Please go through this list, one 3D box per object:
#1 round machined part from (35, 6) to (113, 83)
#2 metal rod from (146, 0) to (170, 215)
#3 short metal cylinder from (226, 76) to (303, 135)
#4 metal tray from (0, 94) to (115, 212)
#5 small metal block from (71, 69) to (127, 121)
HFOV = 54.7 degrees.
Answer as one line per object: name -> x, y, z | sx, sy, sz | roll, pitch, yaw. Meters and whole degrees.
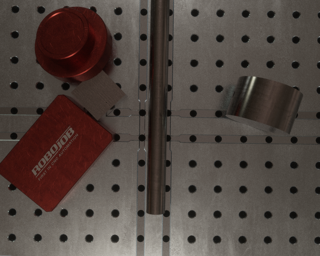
round machined part -> -0.114, -0.110, 0.391 | 0.098, 0.042, 0.098 | -2, 78, 10
metal rod -> -0.002, -0.037, 0.413 | 0.025, 0.025, 0.298 | 1, 90, -1
short metal cylinder -> 0.129, -0.027, 0.388 | 0.080, 0.080, 0.050 | 19, 90, -1
metal tray -> -0.134, 0.032, 0.409 | 0.090, 0.030, 0.130 | 40, 90, -1
small metal block -> -0.080, -0.045, 0.412 | 0.050, 0.025, 0.050 | -43, 91, 0
